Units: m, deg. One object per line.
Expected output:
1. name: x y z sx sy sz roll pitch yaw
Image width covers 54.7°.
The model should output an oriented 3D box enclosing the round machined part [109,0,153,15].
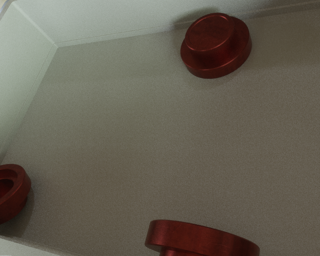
1. round machined part: -0.055 -0.267 0.591 0.098 0.042 0.098 -13 56 21

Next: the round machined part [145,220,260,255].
1. round machined part: 0.034 0.116 0.270 0.098 0.098 0.042 1 61 28

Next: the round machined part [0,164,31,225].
1. round machined part: -0.231 0.099 0.440 0.098 0.042 0.098 -10 34 7

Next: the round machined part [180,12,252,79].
1. round machined part: 0.074 -0.120 0.430 0.098 0.042 0.098 -13 56 21
